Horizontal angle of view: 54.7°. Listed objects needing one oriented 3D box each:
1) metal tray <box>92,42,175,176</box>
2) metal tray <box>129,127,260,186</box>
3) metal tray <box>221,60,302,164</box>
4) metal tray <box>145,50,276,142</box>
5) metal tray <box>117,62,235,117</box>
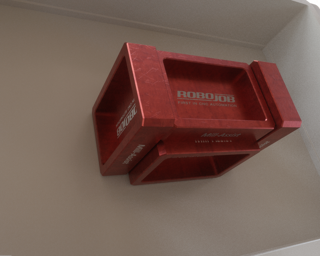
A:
[{"bbox_3d":[-0.036,-0.013,0.325,0.030,0.129,0.090,1,62,-28],"label":"metal tray"},{"bbox_3d":[0.037,0.033,0.360,0.131,0.090,0.030,0,61,-28],"label":"metal tray"},{"bbox_3d":[0.108,-0.013,0.401,0.030,0.129,0.090,1,62,-28],"label":"metal tray"},{"bbox_3d":[0.053,-0.032,0.332,0.131,0.030,0.090,1,61,-28],"label":"metal tray"},{"bbox_3d":[0.018,-0.046,0.398,0.131,0.090,0.030,0,63,-28],"label":"metal tray"}]
